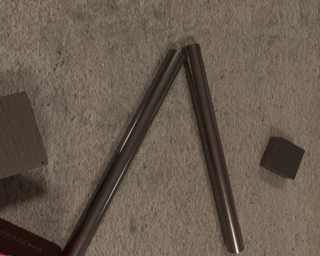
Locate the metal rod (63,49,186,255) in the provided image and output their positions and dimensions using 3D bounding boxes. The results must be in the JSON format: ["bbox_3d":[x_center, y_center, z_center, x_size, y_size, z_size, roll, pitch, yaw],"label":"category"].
[{"bbox_3d":[-0.044,0.032,0.393,0.025,0.025,0.299,30,80,-18],"label":"metal rod"}]

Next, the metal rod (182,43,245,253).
[{"bbox_3d":[0.076,0.032,0.438,0.025,0.025,0.298,-15,95,-20],"label":"metal rod"}]

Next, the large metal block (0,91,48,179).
[{"bbox_3d":[-0.173,0.011,0.332,0.081,0.050,0.080,-17,96,-20],"label":"large metal block"}]

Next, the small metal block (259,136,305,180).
[{"bbox_3d":[0.190,0.047,0.481,0.050,0.025,0.050,27,81,-19],"label":"small metal block"}]

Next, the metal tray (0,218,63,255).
[{"bbox_3d":[-0.164,0.123,0.314,0.130,0.090,0.030,34,79,-17],"label":"metal tray"}]
